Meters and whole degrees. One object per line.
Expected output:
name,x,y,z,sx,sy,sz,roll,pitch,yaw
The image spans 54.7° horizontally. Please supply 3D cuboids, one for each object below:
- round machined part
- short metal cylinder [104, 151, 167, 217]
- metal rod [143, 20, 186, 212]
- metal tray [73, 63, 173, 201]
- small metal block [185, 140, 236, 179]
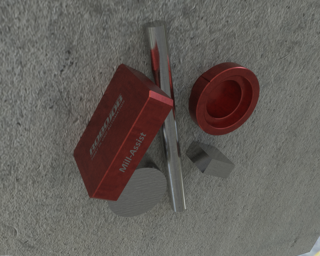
round machined part,0.081,-0.042,0.417,0.099,0.042,0.097,-14,125,-21
short metal cylinder,-0.038,0.072,0.417,0.081,0.050,0.079,-14,125,-21
metal rod,0.013,0.007,0.422,0.025,0.025,0.298,-21,127,-17
metal tray,-0.047,0.003,0.344,0.030,0.090,0.129,20,108,-36
small metal block,0.074,0.047,0.460,0.050,0.050,0.025,18,109,-36
